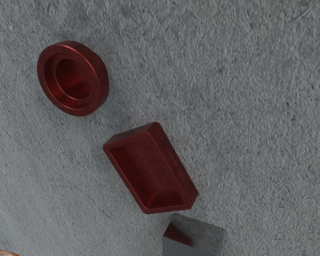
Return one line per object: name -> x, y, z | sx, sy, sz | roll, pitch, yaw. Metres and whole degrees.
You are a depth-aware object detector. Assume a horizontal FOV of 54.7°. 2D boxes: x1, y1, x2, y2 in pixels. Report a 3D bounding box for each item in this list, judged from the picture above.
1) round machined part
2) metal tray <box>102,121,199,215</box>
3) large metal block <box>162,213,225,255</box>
round machined part -> -0.109, -0.067, 0.410 | 0.098, 0.042, 0.097 | 13, 124, 20
metal tray -> -0.013, 0.062, 0.447 | 0.090, 0.030, 0.130 | -18, 109, 34
large metal block -> 0.051, 0.189, 0.480 | 0.080, 0.050, 0.079 | 13, 124, 20
